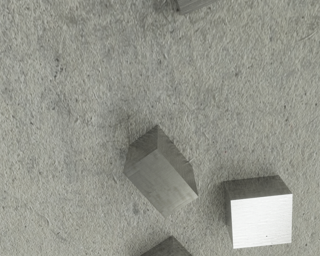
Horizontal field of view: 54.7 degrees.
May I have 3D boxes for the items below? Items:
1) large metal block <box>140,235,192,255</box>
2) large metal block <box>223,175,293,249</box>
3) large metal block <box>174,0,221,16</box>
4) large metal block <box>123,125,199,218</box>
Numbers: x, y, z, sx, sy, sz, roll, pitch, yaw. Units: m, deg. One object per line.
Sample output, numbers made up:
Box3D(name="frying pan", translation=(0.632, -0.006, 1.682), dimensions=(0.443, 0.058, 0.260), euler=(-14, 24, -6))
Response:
Box3D(name="large metal block", translation=(0.013, 0.229, 0.481), dimensions=(0.080, 0.050, 0.080), euler=(-37, 106, 12))
Box3D(name="large metal block", translation=(0.138, 0.119, 0.441), dimensions=(0.080, 0.050, 0.079), euler=(-7, 110, 2))
Box3D(name="large metal block", translation=(0.046, -0.175, 0.332), dimensions=(0.080, 0.050, 0.080), euler=(-20, 109, 7))
Box3D(name="large metal block", translation=(0.002, 0.053, 0.400), dimensions=(0.050, 0.080, 0.080), euler=(-36, 106, 12))
